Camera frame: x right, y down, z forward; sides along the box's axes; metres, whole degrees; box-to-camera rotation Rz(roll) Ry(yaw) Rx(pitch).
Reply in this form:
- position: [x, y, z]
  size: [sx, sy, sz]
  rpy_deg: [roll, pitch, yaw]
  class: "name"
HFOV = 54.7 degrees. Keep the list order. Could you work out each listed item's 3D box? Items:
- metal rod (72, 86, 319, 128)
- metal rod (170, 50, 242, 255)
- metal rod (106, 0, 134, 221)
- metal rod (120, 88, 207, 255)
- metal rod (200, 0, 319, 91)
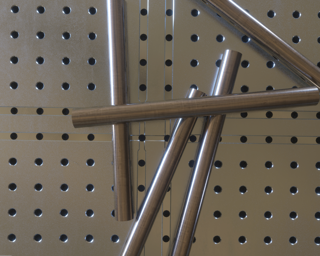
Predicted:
- position: [0.044, -0.026, 0.387]
  size: [0.302, 0.025, 0.025]
  rpy_deg: [-5, 90, -1]
  class: "metal rod"
- position: [0.059, 0.044, 0.414]
  size: [0.025, 0.025, 0.298]
  rpy_deg: [15, 90, -1]
  class: "metal rod"
- position: [-0.054, -0.028, 0.412]
  size: [0.025, 0.025, 0.298]
  rpy_deg: [-2, 90, -1]
  class: "metal rod"
- position: [-0.006, 0.089, 0.413]
  size: [0.025, 0.025, 0.299]
  rpy_deg: [23, 90, -1]
  class: "metal rod"
- position: [0.154, -0.110, 0.415]
  size: [0.300, 0.025, 0.025]
  rpy_deg: [38, 90, -1]
  class: "metal rod"
